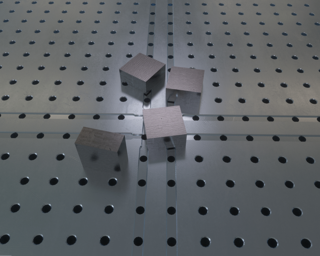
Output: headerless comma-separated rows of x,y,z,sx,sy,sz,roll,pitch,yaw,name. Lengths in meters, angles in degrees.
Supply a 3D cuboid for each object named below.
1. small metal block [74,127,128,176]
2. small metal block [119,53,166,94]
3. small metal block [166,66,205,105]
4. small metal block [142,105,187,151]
-0.068,0.028,0.368,0.050,0.050,0.025,11,51,9,small metal block
-0.026,-0.085,0.479,0.050,0.025,0.050,29,56,22,small metal block
0.038,-0.064,0.462,0.050,0.025,0.050,8,51,7,small metal block
0.005,-0.001,0.408,0.050,0.025,0.050,-7,50,-6,small metal block
